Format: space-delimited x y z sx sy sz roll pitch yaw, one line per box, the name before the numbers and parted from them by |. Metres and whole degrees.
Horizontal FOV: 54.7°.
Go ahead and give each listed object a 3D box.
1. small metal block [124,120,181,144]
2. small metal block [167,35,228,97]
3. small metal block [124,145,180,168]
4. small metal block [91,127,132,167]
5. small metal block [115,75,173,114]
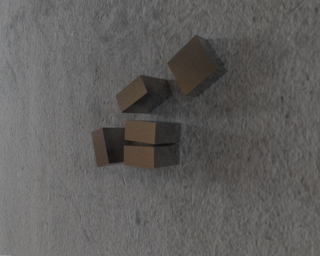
small metal block | -0.009 0.004 0.394 0.050 0.050 0.025 6 94 39
small metal block | 0.043 -0.072 0.368 0.050 0.025 0.050 -40 66 32
small metal block | -0.010 0.034 0.395 0.050 0.050 0.025 0 90 39
small metal block | -0.066 0.027 0.441 0.025 0.050 0.050 -20 78 38
small metal block | -0.020 -0.042 0.404 0.050 0.050 0.025 -33 70 35
